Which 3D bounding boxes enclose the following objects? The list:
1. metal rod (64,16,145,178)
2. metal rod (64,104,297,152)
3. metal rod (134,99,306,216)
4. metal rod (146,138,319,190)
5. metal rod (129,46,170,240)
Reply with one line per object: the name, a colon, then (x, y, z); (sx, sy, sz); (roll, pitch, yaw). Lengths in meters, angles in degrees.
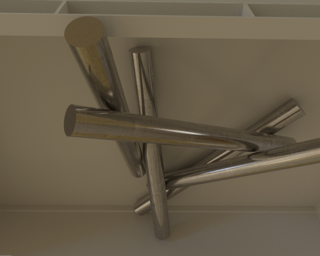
metal rod: (-0.040, 0.001, 0.328); (0.025, 0.025, 0.299); (-2, 156, 2)
metal rod: (0.052, 0.009, 0.326); (0.302, 0.025, 0.025); (7, 134, -36)
metal rod: (0.070, 0.055, 0.456); (0.025, 0.025, 0.299); (37, 121, -27)
metal rod: (0.090, 0.050, 0.384); (0.025, 0.025, 0.299); (39, 141, -28)
metal rod: (-0.009, 0.041, 0.414); (0.025, 0.025, 0.298); (-4, 121, 3)
